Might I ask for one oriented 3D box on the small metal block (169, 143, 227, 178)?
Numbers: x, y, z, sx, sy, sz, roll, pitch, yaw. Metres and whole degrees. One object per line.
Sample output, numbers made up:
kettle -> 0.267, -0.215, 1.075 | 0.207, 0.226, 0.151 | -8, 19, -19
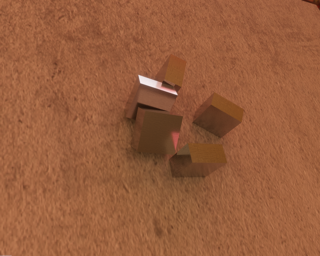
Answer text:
small metal block -> 0.047, 0.042, 0.389 | 0.050, 0.050, 0.025 | 4, 60, -27

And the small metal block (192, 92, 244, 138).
small metal block -> 0.083, -0.017, 0.445 | 0.050, 0.050, 0.025 | 29, 52, -11

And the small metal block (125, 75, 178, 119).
small metal block -> -0.012, -0.034, 0.400 | 0.050, 0.050, 0.025 | 16, 28, -20

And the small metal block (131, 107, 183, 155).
small metal block -> -0.004, 0.004, 0.383 | 0.050, 0.025, 0.050 | 7, 101, -25

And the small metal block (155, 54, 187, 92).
small metal block -> 0.011, -0.066, 0.436 | 0.025, 0.050, 0.050 | 24, 53, -15
